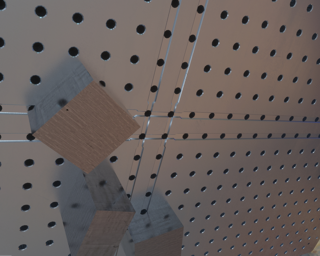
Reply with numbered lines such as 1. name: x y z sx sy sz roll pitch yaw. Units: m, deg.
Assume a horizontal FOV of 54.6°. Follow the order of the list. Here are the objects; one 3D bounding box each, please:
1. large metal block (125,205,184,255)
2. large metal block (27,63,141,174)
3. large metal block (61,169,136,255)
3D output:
1. large metal block: -0.012 0.181 0.500 0.081 0.050 0.079 -12 124 -22
2. large metal block: -0.083 -0.009 0.344 0.080 0.050 0.080 -42 129 1
3. large metal block: -0.083 0.111 0.398 0.050 0.080 0.080 14 111 -34
